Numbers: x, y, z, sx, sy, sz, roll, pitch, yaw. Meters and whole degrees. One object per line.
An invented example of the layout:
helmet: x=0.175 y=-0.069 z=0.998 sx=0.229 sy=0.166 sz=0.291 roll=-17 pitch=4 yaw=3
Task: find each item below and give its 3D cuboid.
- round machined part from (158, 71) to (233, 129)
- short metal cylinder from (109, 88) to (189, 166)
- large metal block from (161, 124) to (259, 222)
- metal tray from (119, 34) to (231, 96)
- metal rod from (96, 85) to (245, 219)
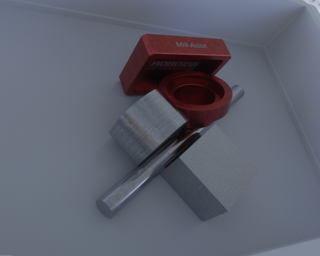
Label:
round machined part: x=0.046 y=-0.036 z=0.424 sx=0.099 sy=0.042 sz=0.098 roll=3 pitch=39 yaw=-2
short metal cylinder: x=-0.012 y=-0.001 z=0.364 sx=0.050 sy=0.080 sz=0.080 roll=48 pitch=51 yaw=4
large metal block: x=0.062 y=0.055 z=0.388 sx=0.080 sy=0.050 sz=0.080 roll=48 pitch=51 yaw=5
metal tray: x=0.021 y=-0.083 z=0.424 sx=0.131 sy=0.090 sz=0.030 roll=-7 pitch=65 yaw=-32
metal rod: x=0.035 y=0.012 z=0.417 sx=0.025 sy=0.025 sz=0.302 roll=48 pitch=51 yaw=5
